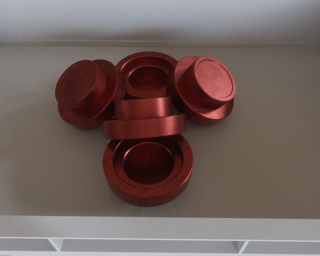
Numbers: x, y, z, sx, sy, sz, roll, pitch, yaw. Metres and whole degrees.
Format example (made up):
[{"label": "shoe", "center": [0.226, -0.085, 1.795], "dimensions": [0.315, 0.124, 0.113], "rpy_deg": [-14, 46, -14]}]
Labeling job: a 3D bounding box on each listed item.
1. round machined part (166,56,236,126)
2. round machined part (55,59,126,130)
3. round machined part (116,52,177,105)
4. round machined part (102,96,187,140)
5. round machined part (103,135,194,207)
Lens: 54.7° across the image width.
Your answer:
[{"label": "round machined part", "center": [0.061, -0.055, 0.409], "dimensions": [0.099, 0.042, 0.098], "rpy_deg": [15, 58, -26]}, {"label": "round machined part", "center": [-0.097, -0.050, 0.405], "dimensions": [0.098, 0.042, 0.098], "rpy_deg": [-13, 60, 24]}, {"label": "round machined part", "center": [-0.016, -0.063, 0.443], "dimensions": [0.099, 0.042, 0.098], "rpy_deg": [0, 50, 0]}, {"label": "round machined part", "center": [-0.019, -0.014, 0.366], "dimensions": [0.099, 0.098, 0.042], "rpy_deg": [-5, 95, -4]}, {"label": "round machined part", "center": [-0.013, 0.045, 0.353], "dimensions": [0.099, 0.042, 0.098], "rpy_deg": [0, 50, 0]}]
